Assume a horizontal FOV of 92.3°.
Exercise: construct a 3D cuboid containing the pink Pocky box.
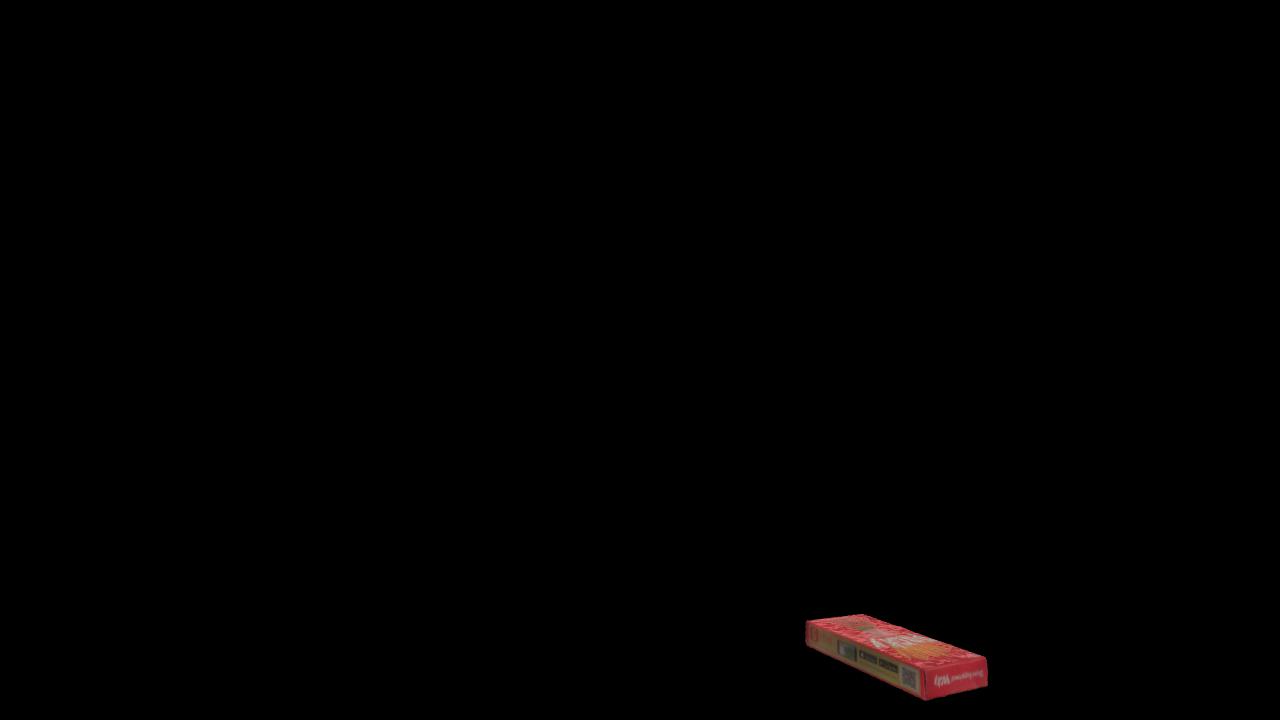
[{"bbox_3d":[0.248,0.289,0.611,0.084,0.029,0.155,5,-8,-25],"label":"pink Pocky box"}]
